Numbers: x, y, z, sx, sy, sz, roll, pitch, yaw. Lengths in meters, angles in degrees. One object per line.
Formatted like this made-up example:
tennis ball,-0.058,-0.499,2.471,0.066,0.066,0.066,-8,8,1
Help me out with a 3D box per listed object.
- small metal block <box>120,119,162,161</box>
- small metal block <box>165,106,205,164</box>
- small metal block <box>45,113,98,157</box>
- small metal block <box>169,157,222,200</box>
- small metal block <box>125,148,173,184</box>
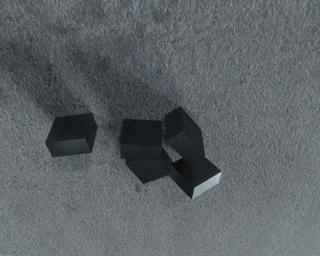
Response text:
small metal block,-0.024,0.014,0.403,0.050,0.050,0.025,3,130,-3
small metal block,0.032,0.009,0.398,0.025,0.050,0.050,-30,124,23
small metal block,-0.112,0.008,0.397,0.050,0.050,0.025,-7,130,5
small metal block,0.048,0.064,0.433,0.050,0.050,0.025,-24,138,-30
small metal block,-0.015,0.050,0.450,0.050,0.025,0.050,-22,127,17
